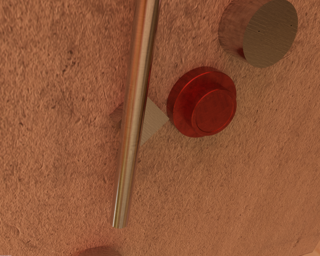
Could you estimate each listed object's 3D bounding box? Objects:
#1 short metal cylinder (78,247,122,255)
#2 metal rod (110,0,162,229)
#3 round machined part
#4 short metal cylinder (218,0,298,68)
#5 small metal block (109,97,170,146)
[{"bbox_3d":[-0.092,0.227,0.462,0.081,0.080,0.050,-2,119,-28],"label":"short metal cylinder"},{"bbox_3d":[-0.032,-0.003,0.354,0.025,0.025,0.298,-4,120,-26],"label":"metal rod"},{"bbox_3d":[0.062,-0.028,0.412,0.099,0.042,0.097,-14,124,-21],"label":"round machined part"},{"bbox_3d":[0.120,-0.120,0.381,0.081,0.050,0.079,-14,124,-21],"label":"short metal cylinder"},{"bbox_3d":[-0.025,-0.013,0.385,0.050,0.025,0.050,-44,129,2],"label":"small metal block"}]
